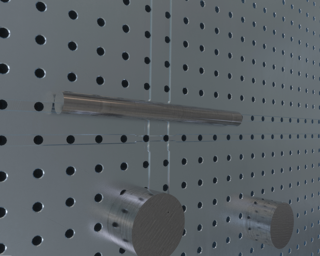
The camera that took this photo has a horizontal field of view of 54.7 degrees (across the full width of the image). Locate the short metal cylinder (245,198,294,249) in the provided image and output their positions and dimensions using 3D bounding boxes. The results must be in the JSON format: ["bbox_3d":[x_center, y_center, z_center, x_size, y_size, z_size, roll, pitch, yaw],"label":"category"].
[{"bbox_3d":[0.198,0.170,0.560,0.081,0.050,0.079,0,90,-40],"label":"short metal cylinder"}]

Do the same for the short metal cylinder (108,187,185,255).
[{"bbox_3d":[-0.016,0.116,0.380,0.081,0.050,0.079,0,90,-40],"label":"short metal cylinder"}]

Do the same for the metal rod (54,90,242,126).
[{"bbox_3d":[0.011,-0.021,0.418,0.302,0.025,0.025,3,88,-40],"label":"metal rod"}]
